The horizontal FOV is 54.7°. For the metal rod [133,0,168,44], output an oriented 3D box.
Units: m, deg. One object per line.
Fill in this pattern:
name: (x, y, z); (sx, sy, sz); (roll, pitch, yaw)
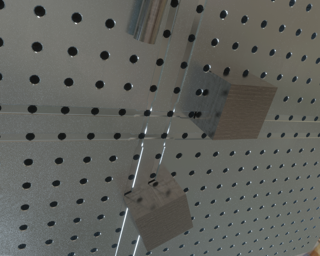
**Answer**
metal rod: (0.026, -0.227, 0.284); (0.025, 0.025, 0.298); (5, 116, -31)

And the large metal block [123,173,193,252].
large metal block: (-0.001, 0.129, 0.474); (0.081, 0.050, 0.080); (-24, 127, -14)

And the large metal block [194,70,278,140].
large metal block: (0.104, -0.031, 0.432); (0.081, 0.050, 0.079); (-1, 119, -28)
